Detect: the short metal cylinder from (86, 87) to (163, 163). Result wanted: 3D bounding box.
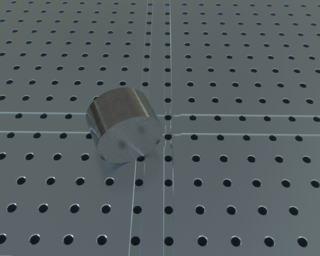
[{"bbox_3d":[-0.043,-0.002,0.373,0.081,0.080,0.050,-18,53,-15],"label":"short metal cylinder"}]
